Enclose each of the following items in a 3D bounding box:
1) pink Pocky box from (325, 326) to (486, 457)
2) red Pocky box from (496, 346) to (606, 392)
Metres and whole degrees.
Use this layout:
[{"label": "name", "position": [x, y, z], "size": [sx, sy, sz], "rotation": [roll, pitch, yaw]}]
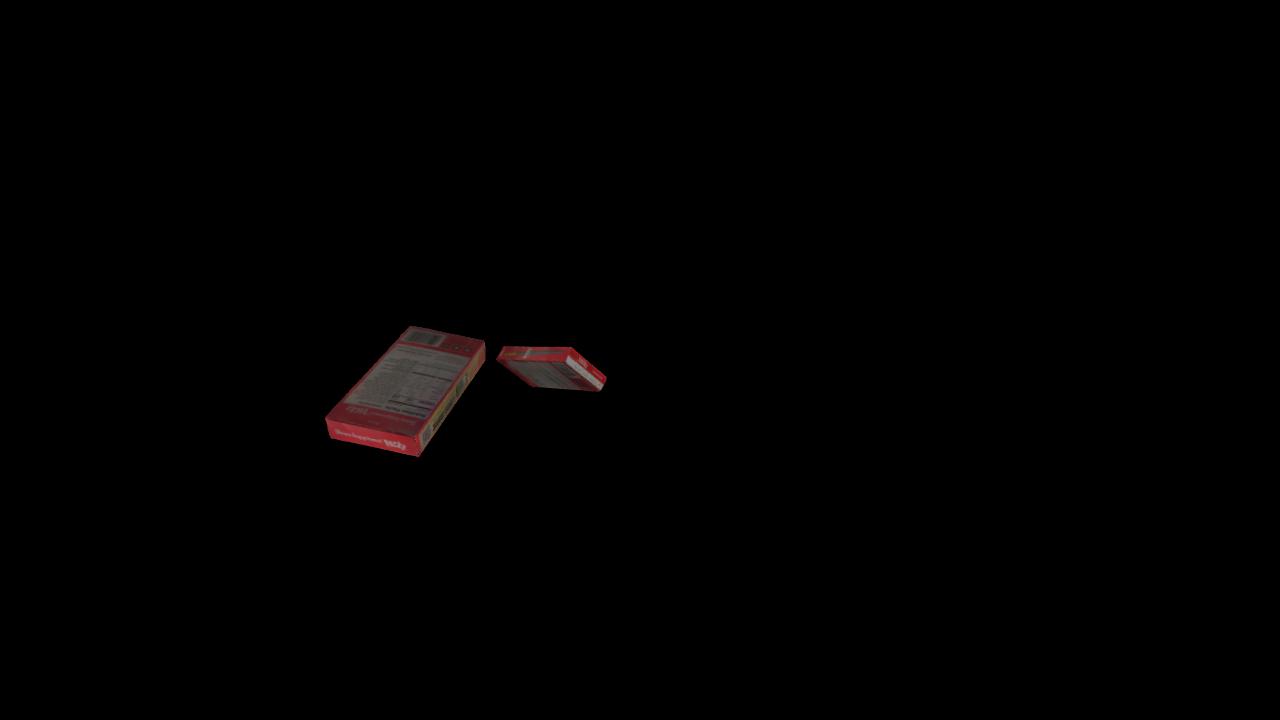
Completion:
[{"label": "pink Pocky box", "position": [-0.215, 0.024, 0.586], "size": [0.084, 0.029, 0.155], "rotation": [11, 35, 5]}, {"label": "red Pocky box", "position": [-0.130, 0.011, 0.885], "size": [0.155, 0.028, 0.083], "rotation": [2, -30, 41]}]
